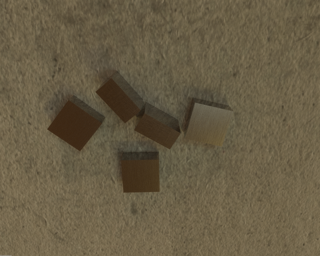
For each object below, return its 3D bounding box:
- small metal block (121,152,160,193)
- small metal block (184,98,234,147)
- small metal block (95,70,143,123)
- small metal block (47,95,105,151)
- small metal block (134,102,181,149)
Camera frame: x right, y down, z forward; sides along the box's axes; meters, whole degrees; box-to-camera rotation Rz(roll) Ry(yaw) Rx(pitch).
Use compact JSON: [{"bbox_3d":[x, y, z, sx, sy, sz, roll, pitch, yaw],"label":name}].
[{"bbox_3d":[-0.026,0.061,0.432,0.050,0.025,0.050,-1,110,0],"label":"small metal block"},{"bbox_3d":[0.062,-0.008,0.408,0.050,0.025,0.050,12,110,-5],"label":"small metal block"},{"bbox_3d":[-0.048,-0.040,0.381,0.025,0.050,0.050,-38,106,13],"label":"small metal block"},{"bbox_3d":[-0.109,-0.006,0.406,0.050,0.025,0.050,37,106,-13],"label":"small metal block"},{"bbox_3d":[-0.003,-0.004,0.395,0.050,0.050,0.025,29,107,-11],"label":"small metal block"}]
